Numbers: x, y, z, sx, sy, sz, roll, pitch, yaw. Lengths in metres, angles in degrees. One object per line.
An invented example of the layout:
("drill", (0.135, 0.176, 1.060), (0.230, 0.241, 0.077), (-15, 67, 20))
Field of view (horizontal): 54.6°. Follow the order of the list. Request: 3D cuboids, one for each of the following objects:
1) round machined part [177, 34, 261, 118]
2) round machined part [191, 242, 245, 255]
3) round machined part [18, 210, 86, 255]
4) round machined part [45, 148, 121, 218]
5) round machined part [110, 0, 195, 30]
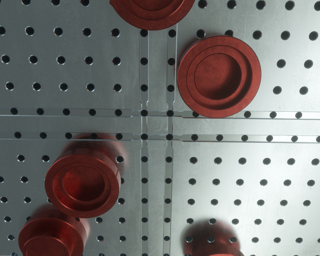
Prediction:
("round machined part", (0.069, -0.064, 0.381), (0.099, 0.042, 0.097), (0, 110, 0))
("round machined part", (0.088, 0.220, 0.486), (0.099, 0.042, 0.097), (0, 110, 0))
("round machined part", (-0.165, 0.177, 0.468), (0.099, 0.042, 0.097), (0, 110, 0))
("round machined part", (-0.103, 0.072, 0.430), (0.099, 0.042, 0.097), (0, 110, 0))
("round machined part", (-0.008, -0.161, 0.345), (0.099, 0.042, 0.097), (0, 110, 0))
